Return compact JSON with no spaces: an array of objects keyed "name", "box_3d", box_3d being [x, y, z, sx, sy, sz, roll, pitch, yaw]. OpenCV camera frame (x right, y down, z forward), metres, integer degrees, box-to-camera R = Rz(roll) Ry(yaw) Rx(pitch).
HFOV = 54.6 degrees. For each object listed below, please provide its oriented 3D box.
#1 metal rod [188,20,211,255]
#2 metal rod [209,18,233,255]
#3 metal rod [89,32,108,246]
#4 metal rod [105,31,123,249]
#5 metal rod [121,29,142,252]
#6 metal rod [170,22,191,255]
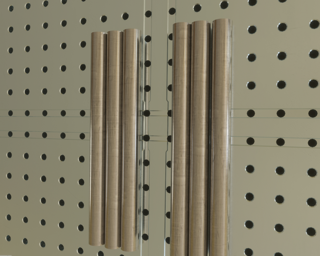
[{"name":"metal rod","box_3d":[0.050,0.017,0.394,0.025,0.025,0.298,1,90,20]},{"name":"metal rod","box_3d":[0.076,0.017,0.385,0.025,0.025,0.298,1,90,20]},{"name":"metal rod","box_3d":[-0.088,0.015,0.444,0.025,0.025,0.298,1,90,20]},{"name":"metal rod","box_3d":[-0.063,0.016,0.435,0.025,0.025,0.298,1,90,20]},{"name":"metal rod","box_3d":[-0.040,0.016,0.426,0.025,0.025,0.298,1,90,20]},{"name":"metal rod","box_3d":[0.027,0.016,0.403,0.025,0.025,0.298,1,90,20]}]
